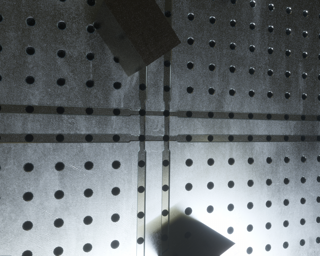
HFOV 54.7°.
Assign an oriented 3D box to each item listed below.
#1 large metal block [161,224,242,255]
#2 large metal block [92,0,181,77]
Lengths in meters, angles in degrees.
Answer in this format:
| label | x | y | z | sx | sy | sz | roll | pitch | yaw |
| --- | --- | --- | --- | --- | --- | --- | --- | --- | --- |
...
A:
| label | x | y | z | sx | sy | sz | roll | pitch | yaw |
| --- | --- | --- | --- | --- | --- | --- | --- | --- | --- |
| large metal block | 0.056 | 0.181 | 0.406 | 0.080 | 0.080 | 0.050 | -30 | 100 | -18 |
| large metal block | -0.031 | -0.114 | 0.373 | 0.050 | 0.080 | 0.080 | -38 | 103 | -16 |
